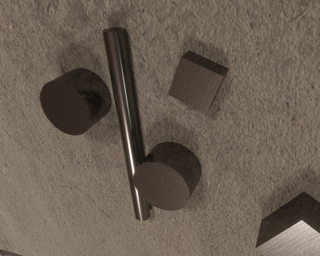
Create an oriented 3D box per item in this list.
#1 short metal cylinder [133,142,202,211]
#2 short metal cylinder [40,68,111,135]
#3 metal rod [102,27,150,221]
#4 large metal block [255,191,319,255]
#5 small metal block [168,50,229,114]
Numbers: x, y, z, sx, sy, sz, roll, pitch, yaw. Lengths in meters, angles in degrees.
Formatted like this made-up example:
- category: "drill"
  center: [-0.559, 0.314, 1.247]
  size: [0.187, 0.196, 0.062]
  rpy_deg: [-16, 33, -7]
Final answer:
- category: "short metal cylinder"
  center: [0.011, 0.066, 0.424]
  size: [0.080, 0.050, 0.079]
  rpy_deg: [13, 124, 20]
- category: "short metal cylinder"
  center: [-0.115, -0.037, 0.427]
  size: [0.080, 0.050, 0.079]
  rpy_deg: [13, 124, 20]
- category: "metal rod"
  center: [-0.042, 0.014, 0.435]
  size: [0.025, 0.025, 0.298]
  rpy_deg: [8, 122, 23]
- category: "large metal block"
  center: [0.180, 0.138, 0.381]
  size: [0.080, 0.050, 0.080]
  rpy_deg: [37, 129, 3]
- category: "small metal block"
  center: [0.043, -0.052, 0.351]
  size: [0.050, 0.025, 0.050]
  rpy_deg: [28, 128, 10]
